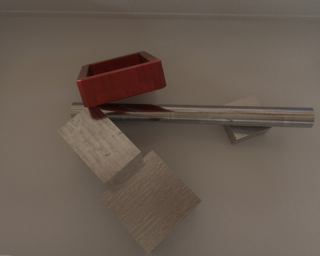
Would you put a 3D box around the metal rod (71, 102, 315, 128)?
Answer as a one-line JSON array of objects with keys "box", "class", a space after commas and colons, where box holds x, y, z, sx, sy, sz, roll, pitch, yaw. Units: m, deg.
[{"box": [0.034, -0.017, 0.396, 0.302, 0.025, 0.025, 2, 70, 8], "class": "metal rod"}]

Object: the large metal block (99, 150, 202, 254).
[{"box": [-0.011, 0.087, 0.364, 0.080, 0.050, 0.080, -41, 76, -14], "class": "large metal block"}]

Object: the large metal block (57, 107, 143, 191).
[{"box": [-0.066, 0.027, 0.369, 0.050, 0.080, 0.080, -42, 76, -13], "class": "large metal block"}]

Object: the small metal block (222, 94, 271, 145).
[{"box": [0.112, -0.011, 0.415, 0.050, 0.025, 0.050, -19, 71, -7], "class": "small metal block"}]

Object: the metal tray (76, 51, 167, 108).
[{"box": [-0.050, -0.065, 0.382, 0.091, 0.130, 0.030, -15, 110, -6], "class": "metal tray"}]
